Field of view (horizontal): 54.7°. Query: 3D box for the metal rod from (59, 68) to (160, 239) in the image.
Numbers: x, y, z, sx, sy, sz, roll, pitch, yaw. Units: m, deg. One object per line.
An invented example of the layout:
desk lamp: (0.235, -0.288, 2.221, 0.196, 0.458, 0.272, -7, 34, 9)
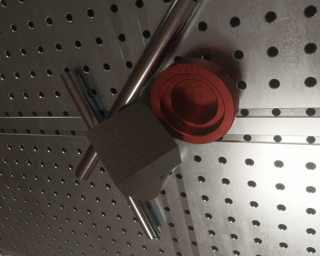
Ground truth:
metal rod: (-0.069, 0.051, 0.477, 0.025, 0.025, 0.299, -12, 113, 32)

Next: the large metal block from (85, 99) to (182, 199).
large metal block: (-0.031, 0.024, 0.377, 0.080, 0.080, 0.050, 53, 169, 28)

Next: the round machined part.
round machined part: (0.042, -0.034, 0.356, 0.098, 0.042, 0.097, 13, 124, 20)

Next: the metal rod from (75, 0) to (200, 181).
metal rod: (-0.044, -0.032, 0.392, 0.025, 0.025, 0.298, 38, 123, 2)

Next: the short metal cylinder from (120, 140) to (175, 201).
short metal cylinder: (-0.024, 0.056, 0.441, 0.080, 0.050, 0.079, 13, 124, 20)
